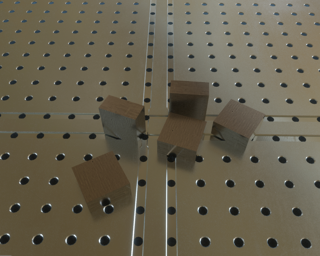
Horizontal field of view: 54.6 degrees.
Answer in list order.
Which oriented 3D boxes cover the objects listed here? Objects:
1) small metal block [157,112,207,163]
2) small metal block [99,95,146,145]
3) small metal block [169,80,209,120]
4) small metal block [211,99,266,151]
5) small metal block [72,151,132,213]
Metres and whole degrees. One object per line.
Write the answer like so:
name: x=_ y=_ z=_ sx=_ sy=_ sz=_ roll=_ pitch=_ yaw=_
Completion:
small metal block: x=0.029 y=0.011 z=0.398 sx=0.050 sy=0.025 sz=0.050 roll=15 pitch=52 yaw=12
small metal block: x=-0.047 y=-0.010 z=0.400 sx=0.050 sy=0.050 sz=0.025 roll=18 pitch=53 yaw=14
small metal block: x=0.039 y=-0.037 z=0.423 sx=0.050 sy=0.050 sz=0.025 roll=4 pitch=50 yaw=3
small metal block: x=0.104 y=-0.005 z=0.413 sx=0.050 sy=0.025 sz=0.050 roll=28 pitch=56 yaw=22
small metal block: x=-0.067 y=0.061 z=0.356 sx=0.050 sy=0.025 sz=0.050 roll=-22 pitch=54 yaw=-18
